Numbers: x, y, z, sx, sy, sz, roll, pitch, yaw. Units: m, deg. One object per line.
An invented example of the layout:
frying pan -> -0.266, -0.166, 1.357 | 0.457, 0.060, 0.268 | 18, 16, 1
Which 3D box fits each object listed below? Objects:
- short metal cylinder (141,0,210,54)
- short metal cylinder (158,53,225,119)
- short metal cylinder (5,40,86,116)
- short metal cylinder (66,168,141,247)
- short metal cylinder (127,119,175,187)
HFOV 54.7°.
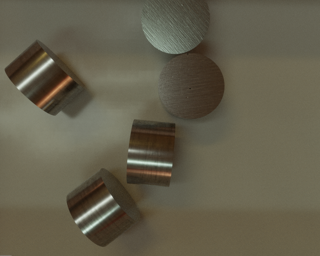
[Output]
short metal cylinder -> 0.018, -0.136, 0.387 | 0.081, 0.050, 0.079 | 0, 110, 0
short metal cylinder -> 0.038, -0.051, 0.399 | 0.081, 0.050, 0.080 | 0, 90, 0
short metal cylinder -> -0.140, -0.061, 0.383 | 0.050, 0.080, 0.080 | -43, 90, 0
short metal cylinder -> -0.068, 0.097, 0.383 | 0.050, 0.080, 0.080 | -37, 90, 0
short metal cylinder -> -0.010, 0.031, 0.384 | 0.050, 0.080, 0.080 | 6, 90, 0
